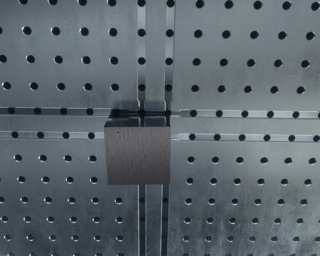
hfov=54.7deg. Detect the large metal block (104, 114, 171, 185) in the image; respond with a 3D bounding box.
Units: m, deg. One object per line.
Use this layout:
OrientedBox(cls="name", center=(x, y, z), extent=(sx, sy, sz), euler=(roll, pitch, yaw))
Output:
OrientedBox(cls="large metal block", center=(-0.027, 0.027, 0.410), extent=(0.081, 0.050, 0.079), euler=(0, 110, -1))
